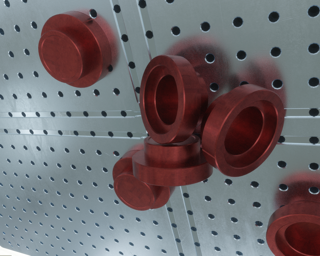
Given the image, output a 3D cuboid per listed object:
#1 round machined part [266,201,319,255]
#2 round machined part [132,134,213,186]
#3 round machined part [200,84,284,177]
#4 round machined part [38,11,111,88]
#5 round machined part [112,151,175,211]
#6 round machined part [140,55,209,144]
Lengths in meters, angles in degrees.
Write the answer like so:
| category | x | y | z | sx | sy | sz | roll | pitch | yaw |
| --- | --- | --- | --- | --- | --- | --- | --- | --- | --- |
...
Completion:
| category | x | y | z | sx | sy | sz | roll | pitch | yaw |
| --- | --- | --- | --- | --- | --- | --- | --- | --- | --- |
| round machined part | 0.185 | 0.130 | 0.383 | 0.098 | 0.042 | 0.097 | 13 | 124 | 21 |
| round machined part | 0.015 | 0.033 | 0.380 | 0.098 | 0.099 | 0.042 | 4 | 104 | 26 |
| round machined part | 0.083 | 0.000 | 0.332 | 0.042 | 0.099 | 0.097 | 36 | 139 | 49 |
| round machined part | -0.117 | -0.097 | 0.403 | 0.098 | 0.042 | 0.097 | 13 | 124 | 21 |
| round machined part | -0.031 | 0.086 | 0.470 | 0.098 | 0.042 | 0.097 | 13 | 124 | 21 |
| round machined part | 0.017 | -0.032 | 0.351 | 0.098 | 0.042 | 0.097 | 11 | 103 | 59 |
